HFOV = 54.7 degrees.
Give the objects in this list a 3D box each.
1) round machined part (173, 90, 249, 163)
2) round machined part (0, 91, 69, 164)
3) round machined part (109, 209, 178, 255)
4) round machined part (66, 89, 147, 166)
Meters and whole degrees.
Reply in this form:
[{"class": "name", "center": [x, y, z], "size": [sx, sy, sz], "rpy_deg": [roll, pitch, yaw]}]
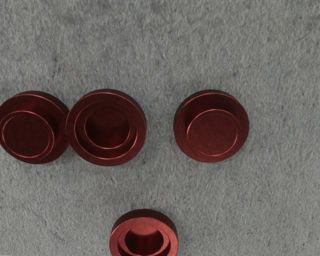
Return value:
[{"class": "round machined part", "center": [0.067, 0.002, 0.403], "size": [0.099, 0.042, 0.097], "rpy_deg": [0, 110, -1]}, {"class": "round machined part", "center": [-0.165, 0.004, 0.400], "size": [0.099, 0.042, 0.097], "rpy_deg": [0, 110, -1]}, {"class": "round machined part", "center": [-0.023, 0.161, 0.460], "size": [0.099, 0.042, 0.097], "rpy_deg": [0, 110, -1]}, {"class": "round machined part", "center": [-0.066, -0.003, 0.399], "size": [0.099, 0.042, 0.097], "rpy_deg": [0, 110, -1]}]
